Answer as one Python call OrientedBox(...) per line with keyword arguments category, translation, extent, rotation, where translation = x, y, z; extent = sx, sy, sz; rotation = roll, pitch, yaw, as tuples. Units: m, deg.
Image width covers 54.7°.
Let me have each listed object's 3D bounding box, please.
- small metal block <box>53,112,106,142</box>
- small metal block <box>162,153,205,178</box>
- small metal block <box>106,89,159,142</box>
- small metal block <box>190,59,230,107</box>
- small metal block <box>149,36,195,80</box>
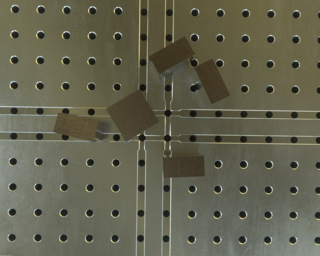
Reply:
OrientedBox(category="small metal block", translation=(-0.102, -0.001, 0.400), extent=(0.050, 0.050, 0.025), rotation=(14, 90, -1))
OrientedBox(category="small metal block", translation=(0.029, 0.047, 0.401), extent=(0.050, 0.050, 0.025), rotation=(-2, 90, -1))
OrientedBox(category="small metal block", translation=(-0.036, -0.016, 0.413), extent=(0.050, 0.025, 0.050), rotation=(-31, 90, -1))
OrientedBox(category="small metal block", translation=(0.063, -0.057, 0.402), extent=(0.025, 0.050, 0.050), rotation=(-26, 90, 0))
OrientedBox(category="small metal block", translation=(0.015, -0.089, 0.401), extent=(0.050, 0.050, 0.025), rotation=(-30, 90, 0))
